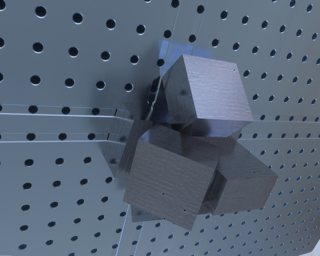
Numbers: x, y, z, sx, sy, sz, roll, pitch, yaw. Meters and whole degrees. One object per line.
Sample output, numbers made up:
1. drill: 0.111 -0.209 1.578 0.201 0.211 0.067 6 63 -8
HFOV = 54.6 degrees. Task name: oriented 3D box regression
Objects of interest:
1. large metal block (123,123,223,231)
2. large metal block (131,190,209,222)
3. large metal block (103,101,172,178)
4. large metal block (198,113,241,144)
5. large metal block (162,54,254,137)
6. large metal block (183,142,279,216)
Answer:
1. large metal block: 0.014 0.051 0.339 0.080 0.050 0.079 21 115 11
2. large metal block: 0.011 0.101 0.436 0.081 0.050 0.080 2 162 -29
3. large metal block: -0.017 0.017 0.396 0.081 0.050 0.080 7 115 -32
4. large metal block: 0.057 0.021 0.438 0.081 0.050 0.079 3 117 -30
5. large metal block: 0.056 -0.036 0.374 0.081 0.080 0.050 2 156 -29
6. large metal block: 0.085 0.060 0.393 0.081 0.080 0.050 1 118 -29
